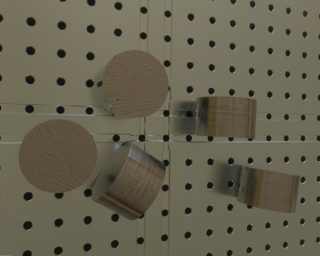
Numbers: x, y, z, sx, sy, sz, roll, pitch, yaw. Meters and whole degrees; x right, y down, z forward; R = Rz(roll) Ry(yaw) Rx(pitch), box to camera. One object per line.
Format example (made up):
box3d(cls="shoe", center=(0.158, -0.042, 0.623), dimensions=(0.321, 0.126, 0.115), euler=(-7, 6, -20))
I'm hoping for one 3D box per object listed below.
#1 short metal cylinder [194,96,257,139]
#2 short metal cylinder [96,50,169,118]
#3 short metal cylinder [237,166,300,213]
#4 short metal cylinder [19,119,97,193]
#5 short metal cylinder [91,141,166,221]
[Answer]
box3d(cls="short metal cylinder", center=(0.088, -0.013, 0.417), dimensions=(0.081, 0.080, 0.050), euler=(3, 89, -20))
box3d(cls="short metal cylinder", center=(-0.036, -0.052, 0.387), dimensions=(0.081, 0.050, 0.079), euler=(0, 90, -20))
box3d(cls="short metal cylinder", center=(0.154, 0.086, 0.442), dimensions=(0.081, 0.080, 0.050), euler=(11, 87, -20))
box3d(cls="short metal cylinder", center=(-0.117, 0.030, 0.357), dimensions=(0.081, 0.050, 0.079), euler=(0, 90, -20))
box3d(cls="short metal cylinder", center=(-0.038, 0.062, 0.370), dimensions=(0.050, 0.080, 0.080), euler=(34, 79, -17))
